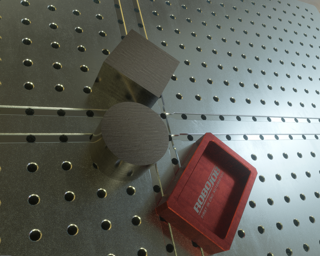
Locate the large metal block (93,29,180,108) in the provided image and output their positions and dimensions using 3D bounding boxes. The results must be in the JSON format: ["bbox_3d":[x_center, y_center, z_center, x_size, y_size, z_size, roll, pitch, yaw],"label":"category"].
[{"bbox_3d":[-0.030,-0.075,0.423,0.080,0.050,0.080,33,51,-7],"label":"large metal block"}]

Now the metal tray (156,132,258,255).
[{"bbox_3d":[0.064,0.078,0.393,0.090,0.030,0.130,39,51,-3],"label":"metal tray"}]

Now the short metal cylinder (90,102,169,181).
[{"bbox_3d":[-0.037,0.016,0.364,0.081,0.050,0.080,14,56,-21],"label":"short metal cylinder"}]
